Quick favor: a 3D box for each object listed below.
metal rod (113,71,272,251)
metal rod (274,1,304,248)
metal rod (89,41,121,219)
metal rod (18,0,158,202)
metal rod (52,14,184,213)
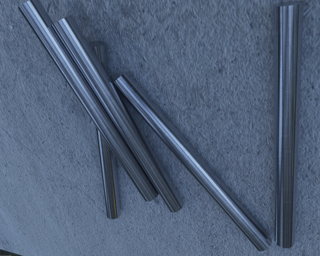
[{"bbox_3d":[0.047,0.049,0.410,0.300,0.025,0.025,49,128,-7],"label":"metal rod"},{"bbox_3d":[0.140,0.019,0.344,0.025,0.025,0.298,3,120,26],"label":"metal rod"},{"bbox_3d":[-0.081,0.023,0.461,0.025,0.025,0.298,13,124,20],"label":"metal rod"},{"bbox_3d":[-0.080,-0.019,0.403,0.025,0.025,0.299,-13,118,33],"label":"metal rod"},{"bbox_3d":[-0.043,-0.002,0.406,0.025,0.025,0.299,-13,118,33],"label":"metal rod"}]
